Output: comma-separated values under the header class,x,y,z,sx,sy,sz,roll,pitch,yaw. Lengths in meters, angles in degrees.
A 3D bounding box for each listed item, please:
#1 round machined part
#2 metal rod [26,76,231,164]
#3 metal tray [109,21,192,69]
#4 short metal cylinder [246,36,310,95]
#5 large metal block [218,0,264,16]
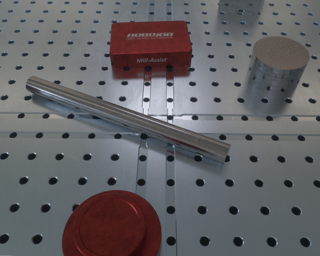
class,x,y,z,sx,sy,sz,roll,pitch,yaw
round machined part,-0.048,0.105,0.308,0.099,0.042,0.098,0,50,0
metal rod,-0.054,-0.017,0.420,0.301,0.025,0.025,20,53,15
metal tray,-0.016,-0.143,0.524,0.131,0.030,0.090,-3,50,-3
short metal cylinder,0.178,-0.096,0.473,0.081,0.050,0.080,0,50,0
large metal block,0.172,-0.278,0.626,0.080,0.050,0.080,18,52,14
